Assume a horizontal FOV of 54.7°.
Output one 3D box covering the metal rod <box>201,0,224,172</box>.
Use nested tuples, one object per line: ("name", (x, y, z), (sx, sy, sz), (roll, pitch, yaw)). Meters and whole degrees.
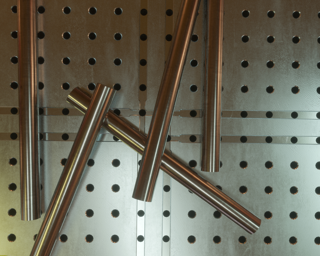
("metal rod", (0.071, -0.092, 0.414), (0.025, 0.025, 0.298), (2, 90, -1))

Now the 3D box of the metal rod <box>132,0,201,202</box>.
("metal rod", (0.013, -0.056, 0.397), (0.025, 0.025, 0.299), (14, 83, -1))

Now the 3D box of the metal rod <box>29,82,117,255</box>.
("metal rod", (-0.123, 0.085, 0.397), (0.025, 0.025, 0.298), (23, 96, -1))

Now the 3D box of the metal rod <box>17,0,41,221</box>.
("metal rod", (-0.174, -0.030, 0.411), (0.025, 0.025, 0.298), (-1, 90, -1))

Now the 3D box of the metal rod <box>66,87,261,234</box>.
("metal rod", (0.006, 0.043, 0.413), (0.301, 0.025, 0.025), (36, 90, -1))
